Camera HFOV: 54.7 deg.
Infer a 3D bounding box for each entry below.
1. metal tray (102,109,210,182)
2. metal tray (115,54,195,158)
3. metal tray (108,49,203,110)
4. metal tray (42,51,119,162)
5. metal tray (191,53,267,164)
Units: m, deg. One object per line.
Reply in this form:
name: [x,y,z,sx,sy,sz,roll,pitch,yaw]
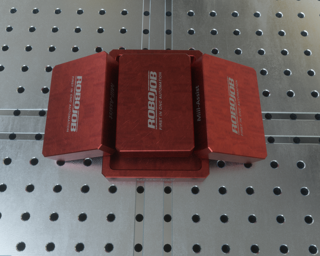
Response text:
metal tray: [-0.005,0.022,0.401,0.131,0.030,0.090,0,70,-1]
metal tray: [-0.006,-0.030,0.388,0.091,0.030,0.130,0,70,-1]
metal tray: [-0.006,-0.063,0.432,0.131,0.030,0.090,0,70,-1]
metal tray: [-0.100,-0.027,0.399,0.090,0.030,0.130,-9,68,24]
metal tray: [0.087,-0.024,0.399,0.091,0.030,0.130,9,68,-26]
